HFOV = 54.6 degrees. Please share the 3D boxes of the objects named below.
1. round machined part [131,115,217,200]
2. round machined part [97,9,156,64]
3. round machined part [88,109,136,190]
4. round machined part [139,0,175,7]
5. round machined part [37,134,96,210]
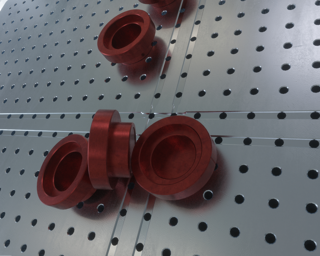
[{"bbox_3d":[0.019,0.037,0.365,0.098,0.042,0.098,-13,57,20],"label":"round machined part"},{"bbox_3d":[-0.051,-0.146,0.515,0.098,0.042,0.098,-13,56,21],"label":"round machined part"},{"bbox_3d":[-0.054,0.026,0.381,0.042,0.098,0.098,2,60,3],"label":"round machined part"},{"bbox_3d":[0.002,-0.257,0.555,0.098,0.042,0.098,-13,56,21],"label":"round machined part"},{"bbox_3d":[-0.115,0.061,0.414,0.098,0.042,0.098,-21,52,29],"label":"round machined part"}]
